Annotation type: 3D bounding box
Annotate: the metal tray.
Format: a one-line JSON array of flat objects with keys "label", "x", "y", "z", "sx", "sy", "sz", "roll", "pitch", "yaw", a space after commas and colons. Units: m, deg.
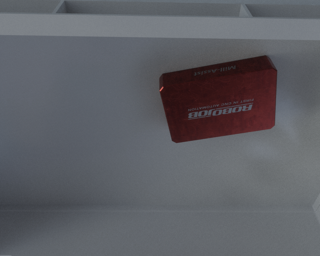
[{"label": "metal tray", "x": 0.072, "y": -0.032, "z": 0.380, "sx": 0.131, "sy": 0.030, "sz": 0.090, "roll": -9, "pitch": 130, "yaw": 7}]
